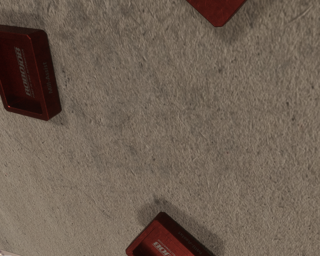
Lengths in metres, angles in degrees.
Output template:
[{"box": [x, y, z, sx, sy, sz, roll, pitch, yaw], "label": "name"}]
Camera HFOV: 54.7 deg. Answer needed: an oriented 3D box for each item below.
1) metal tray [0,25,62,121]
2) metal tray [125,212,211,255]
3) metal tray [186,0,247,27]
[{"box": [-0.201, -0.080, 0.457, 0.090, 0.030, 0.129, 13, 124, 20], "label": "metal tray"}, {"box": [0.020, 0.210, 0.495, 0.130, 0.030, 0.090, 42, 112, 7], "label": "metal tray"}, {"box": [0.064, -0.166, 0.266, 0.090, 0.030, 0.129, 43, 129, -2], "label": "metal tray"}]
